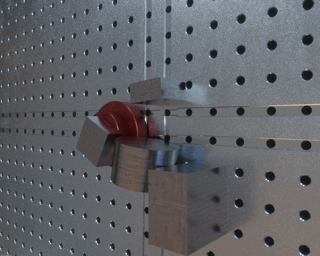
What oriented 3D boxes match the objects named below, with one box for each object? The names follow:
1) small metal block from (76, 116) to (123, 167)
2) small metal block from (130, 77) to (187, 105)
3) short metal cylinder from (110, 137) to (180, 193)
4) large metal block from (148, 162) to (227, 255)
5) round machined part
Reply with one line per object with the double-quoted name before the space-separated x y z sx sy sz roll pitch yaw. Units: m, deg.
"small metal block" -0.083 0.018 0.421 0.050 0.025 0.050 35 111 34
"small metal block" -0.002 -0.045 0.393 0.050 0.050 0.025 -5 87 39
"short metal cylinder" -0.018 0.043 0.387 0.080 0.081 0.050 14 99 39
"large metal block" 0.033 0.084 0.345 0.050 0.081 0.079 0 90 40
"round machined part" -0.069 0.009 0.453 0.098 0.042 0.097 0 90 39
